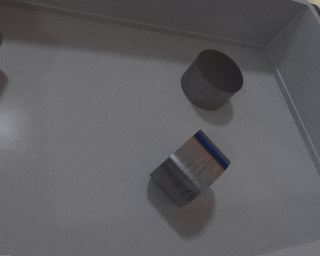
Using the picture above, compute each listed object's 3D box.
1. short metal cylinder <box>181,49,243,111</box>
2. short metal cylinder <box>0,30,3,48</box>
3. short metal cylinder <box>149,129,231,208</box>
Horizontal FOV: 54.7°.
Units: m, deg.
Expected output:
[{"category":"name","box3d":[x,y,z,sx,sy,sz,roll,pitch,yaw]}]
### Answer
[{"category":"short metal cylinder","box3d":[0.080,-0.073,0.477,0.081,0.050,0.080,14,56,-21]},{"category":"short metal cylinder","box3d":[-0.210,-0.087,0.310,0.081,0.080,0.050,18,55,-18]},{"category":"short metal cylinder","box3d":[0.034,0.046,0.360,0.050,0.080,0.080,48,51,5]}]
